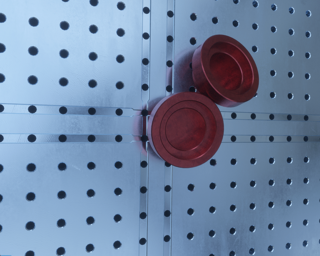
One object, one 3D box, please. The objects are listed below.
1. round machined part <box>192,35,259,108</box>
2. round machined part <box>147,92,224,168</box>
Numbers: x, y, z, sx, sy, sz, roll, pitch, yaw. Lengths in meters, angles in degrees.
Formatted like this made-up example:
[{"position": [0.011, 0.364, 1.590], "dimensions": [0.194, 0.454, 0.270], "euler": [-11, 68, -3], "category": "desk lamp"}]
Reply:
[{"position": [0.084, -0.073, 0.424], "dimensions": [0.099, 0.042, 0.098], "euler": [10, 69, -27], "category": "round machined part"}, {"position": [0.031, 0.001, 0.411], "dimensions": [0.099, 0.042, 0.097], "euler": [-2, 96, -16], "category": "round machined part"}]
